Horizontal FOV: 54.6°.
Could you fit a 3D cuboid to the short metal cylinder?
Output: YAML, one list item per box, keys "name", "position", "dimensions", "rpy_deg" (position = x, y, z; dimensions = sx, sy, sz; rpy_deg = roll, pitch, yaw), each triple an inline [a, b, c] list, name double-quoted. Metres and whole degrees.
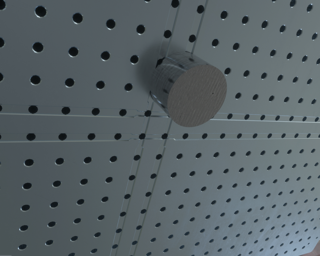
- name: "short metal cylinder"
  position: [0.035, -0.048, 0.384]
  dimensions: [0.081, 0.050, 0.080]
  rpy_deg: [-14, 124, -21]
